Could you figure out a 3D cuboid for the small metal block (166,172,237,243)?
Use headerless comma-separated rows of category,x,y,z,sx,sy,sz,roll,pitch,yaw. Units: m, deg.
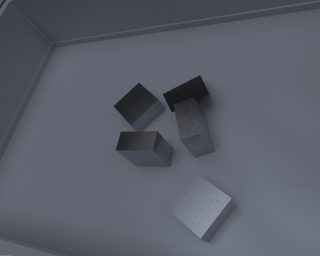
small metal block,0.044,0.084,0.330,0.050,0.025,0.050,34,80,38

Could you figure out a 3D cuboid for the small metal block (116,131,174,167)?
small metal block,-0.018,0.027,0.381,0.050,0.050,0.025,-2,61,27

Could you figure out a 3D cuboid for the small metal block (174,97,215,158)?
small metal block,0.041,0.000,0.367,0.025,0.050,0.050,-20,54,16

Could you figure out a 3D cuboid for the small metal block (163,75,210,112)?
small metal block,0.035,-0.044,0.395,0.050,0.050,0.025,-26,94,12

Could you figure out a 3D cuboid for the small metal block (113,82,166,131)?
small metal block,-0.029,-0.029,0.437,0.050,0.025,0.050,-43,51,-2
